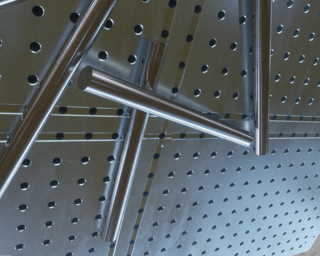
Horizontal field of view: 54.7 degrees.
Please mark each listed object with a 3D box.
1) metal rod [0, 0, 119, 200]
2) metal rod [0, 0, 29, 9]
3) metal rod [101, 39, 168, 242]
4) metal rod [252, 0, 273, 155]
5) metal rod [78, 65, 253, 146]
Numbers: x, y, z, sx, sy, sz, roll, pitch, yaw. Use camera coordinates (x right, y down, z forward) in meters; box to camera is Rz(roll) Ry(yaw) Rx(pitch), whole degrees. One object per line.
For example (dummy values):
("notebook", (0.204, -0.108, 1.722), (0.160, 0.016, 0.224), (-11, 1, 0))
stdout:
("metal rod", (-0.129, -0.019, 0.329), (0.025, 0.025, 0.299), (26, 104, -38))
("metal rod", (-0.057, -0.154, 0.285), (0.302, 0.025, 0.025), (-25, 128, -13))
("metal rod", (-0.040, 0.033, 0.411), (0.025, 0.025, 0.298), (1, 118, -30))
("metal rod", (0.146, -0.078, 0.444), (0.025, 0.025, 0.298), (-24, 128, -14))
("metal rod", (0.034, -0.015, 0.397), (0.302, 0.025, 0.025), (17, 110, -43))
